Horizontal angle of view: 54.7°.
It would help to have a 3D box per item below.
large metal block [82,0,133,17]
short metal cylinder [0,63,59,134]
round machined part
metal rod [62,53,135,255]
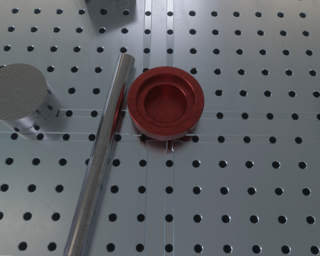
[{"bbox_3d":[-0.092,-0.234,0.483,0.080,0.050,0.080,-24,72,-9],"label":"large metal block"},{"bbox_3d":[-0.182,-0.038,0.411,0.081,0.050,0.080,0,70,0],"label":"short metal cylinder"},{"bbox_3d":[0.007,-0.029,0.414,0.099,0.042,0.098,0,70,0],"label":"round machined part"},{"bbox_3d":[-0.077,0.037,0.397,0.025,0.025,0.299,10,70,4],"label":"metal rod"}]
